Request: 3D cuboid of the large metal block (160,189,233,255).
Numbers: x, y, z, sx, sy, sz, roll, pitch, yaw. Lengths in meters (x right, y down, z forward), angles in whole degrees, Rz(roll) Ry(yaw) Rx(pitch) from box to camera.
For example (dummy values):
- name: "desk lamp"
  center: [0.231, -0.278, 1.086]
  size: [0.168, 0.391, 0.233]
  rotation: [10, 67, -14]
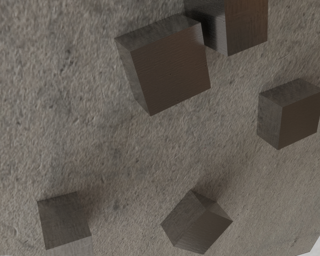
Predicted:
- name: "large metal block"
  center: [0.063, 0.162, 0.527]
  size: [0.080, 0.050, 0.080]
  rotation: [32, 100, -39]

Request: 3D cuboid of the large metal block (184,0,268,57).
- name: "large metal block"
  center: [0.067, -0.132, 0.327]
  size: [0.050, 0.080, 0.080]
  rotation: [-24, 128, -14]

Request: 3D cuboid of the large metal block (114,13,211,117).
- name: "large metal block"
  center: [0.005, -0.072, 0.350]
  size: [0.080, 0.050, 0.080]
  rotation: [-26, 128, -13]

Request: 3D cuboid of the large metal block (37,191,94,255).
- name: "large metal block"
  center: [-0.119, 0.143, 0.395]
  size: [0.050, 0.080, 0.079]
  rotation: [-12, 124, -23]

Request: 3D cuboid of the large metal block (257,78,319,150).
- name: "large metal block"
  center: [0.204, -0.023, 0.491]
  size: [0.081, 0.050, 0.079]
  rotation: [-21, 127, -16]
